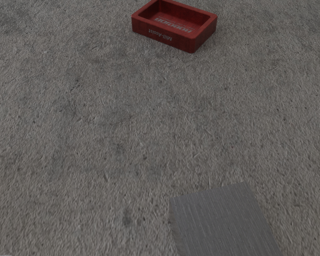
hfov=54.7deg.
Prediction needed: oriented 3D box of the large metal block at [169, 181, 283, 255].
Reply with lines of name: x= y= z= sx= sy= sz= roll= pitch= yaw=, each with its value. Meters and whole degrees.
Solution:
large metal block: x=0.058 y=0.106 z=0.298 sx=0.081 sy=0.050 sz=0.080 roll=-11 pitch=51 yaw=-9

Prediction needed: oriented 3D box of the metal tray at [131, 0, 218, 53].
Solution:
metal tray: x=0.025 y=-0.189 z=0.558 sx=0.130 sy=0.030 sz=0.090 roll=27 pitch=55 yaw=20
